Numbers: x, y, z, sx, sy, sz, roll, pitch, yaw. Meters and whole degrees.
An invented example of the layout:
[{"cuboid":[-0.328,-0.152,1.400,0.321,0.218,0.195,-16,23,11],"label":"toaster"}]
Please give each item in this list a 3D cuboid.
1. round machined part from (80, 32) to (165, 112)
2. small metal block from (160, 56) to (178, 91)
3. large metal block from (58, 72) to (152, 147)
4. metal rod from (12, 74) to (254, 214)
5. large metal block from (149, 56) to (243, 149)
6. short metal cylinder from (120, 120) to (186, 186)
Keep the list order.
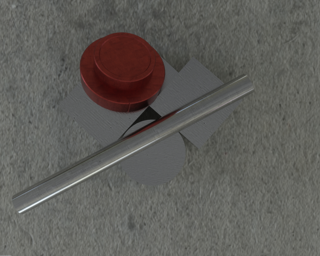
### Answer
[{"cuboid":[-0.042,-0.071,0.358,0.099,0.042,0.098,5,64,-10],"label":"round machined part"},{"cuboid":[-0.011,-0.069,0.410,0.050,0.025,0.050,43,90,-1],"label":"small metal block"},{"cuboid":[-0.066,-0.029,0.397,0.080,0.050,0.080,42,90,-1],"label":"large metal block"},{"cuboid":[-0.030,0.018,0.361,0.301,0.025,0.025,-28,90,0],"label":"metal rod"},{"cuboid":[0.044,-0.031,0.399,0.080,0.050,0.080,41,90,-1],"label":"large metal block"},{"cuboid":[-0.009,0.029,0.398,0.081,0.050,0.079,0,90,-1],"label":"short metal cylinder"}]
